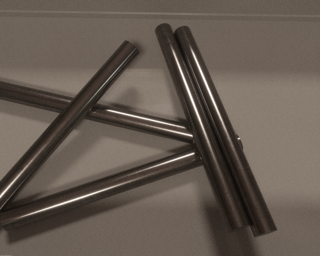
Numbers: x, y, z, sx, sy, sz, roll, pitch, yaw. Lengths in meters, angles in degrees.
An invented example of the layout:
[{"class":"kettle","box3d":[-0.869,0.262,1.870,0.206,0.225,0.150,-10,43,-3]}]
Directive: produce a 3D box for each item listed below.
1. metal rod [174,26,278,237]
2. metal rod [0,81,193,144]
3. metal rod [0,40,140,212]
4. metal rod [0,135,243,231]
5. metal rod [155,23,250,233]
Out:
[{"class":"metal rod","box3d":[0.072,-0.016,0.394,0.025,0.025,0.299,-14,63,-6]},{"class":"metal rod","box3d":[-0.101,-0.025,0.417,0.302,0.025,0.025,13,71,4]},{"class":"metal rod","box3d":[-0.131,0.009,0.384,0.025,0.025,0.300,37,81,12]},{"class":"metal rod","box3d":[-0.041,0.065,0.385,0.302,0.025,0.025,-17,71,-7]},{"class":"metal rod","box3d":[0.044,-0.020,0.395,0.025,0.025,0.299,-14,62,-6]}]
